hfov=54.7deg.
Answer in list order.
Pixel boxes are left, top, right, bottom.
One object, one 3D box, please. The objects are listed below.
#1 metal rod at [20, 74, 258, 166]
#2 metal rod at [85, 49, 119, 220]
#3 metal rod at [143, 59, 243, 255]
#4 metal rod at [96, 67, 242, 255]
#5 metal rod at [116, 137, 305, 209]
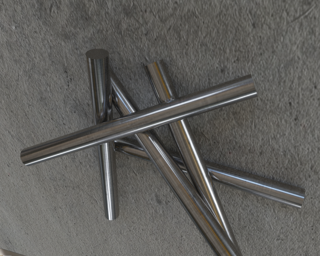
[{"bbox_3d":[-0.040,-0.002,0.365,0.300,0.025,0.025,-17,110,18],"label":"metal rod"},{"bbox_3d":[-0.075,0.033,0.432,0.025,0.025,0.298,19,133,17],"label":"metal rod"},{"bbox_3d":[0.049,0.060,0.385,0.025,0.025,0.299,-17,100,35],"label":"metal rod"},{"bbox_3d":[0.004,0.040,0.381,0.025,0.025,0.299,-41,81,39],"label":"metal rod"},{"bbox_3d":[0.033,0.048,0.419,0.301,0.025,0.025,15,125,19],"label":"metal rod"}]
